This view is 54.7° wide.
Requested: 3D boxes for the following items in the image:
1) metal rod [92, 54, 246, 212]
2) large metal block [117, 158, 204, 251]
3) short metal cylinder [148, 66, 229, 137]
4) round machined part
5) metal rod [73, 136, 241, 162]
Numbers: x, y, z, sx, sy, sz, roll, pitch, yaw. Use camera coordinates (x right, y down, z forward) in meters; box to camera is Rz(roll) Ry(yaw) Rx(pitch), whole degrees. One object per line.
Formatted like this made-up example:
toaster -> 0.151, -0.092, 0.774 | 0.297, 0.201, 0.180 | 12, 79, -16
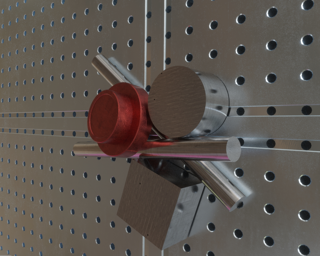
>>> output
metal rod -> -0.005, -0.011, 0.412 | 0.300, 0.025, 0.025 | 46, 117, 30
large metal block -> -0.001, 0.089, 0.389 | 0.080, 0.050, 0.079 | 25, 106, 37
short metal cylinder -> 0.033, -0.029, 0.363 | 0.080, 0.050, 0.079 | 0, 90, 39
round machined part -> -0.057, -0.012, 0.400 | 0.098, 0.042, 0.098 | -12, 73, 43
metal rod -> -0.031, 0.028, 0.409 | 0.300, 0.025, 0.025 | -4, 88, 47
